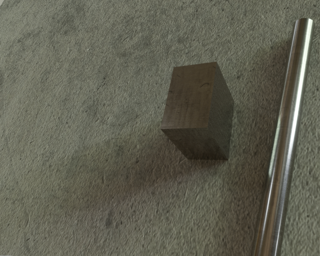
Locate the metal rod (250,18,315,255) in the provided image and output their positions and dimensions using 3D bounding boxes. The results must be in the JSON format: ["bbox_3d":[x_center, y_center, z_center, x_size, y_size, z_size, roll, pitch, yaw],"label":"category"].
[{"bbox_3d":[0.135,0.003,0.331,0.025,0.025,0.300,5,64,30],"label":"metal rod"}]

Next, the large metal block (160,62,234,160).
[{"bbox_3d":[0.047,-0.016,0.354,0.050,0.080,0.080,-2,61,27],"label":"large metal block"}]
